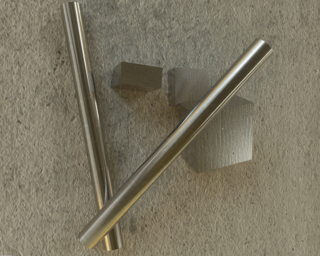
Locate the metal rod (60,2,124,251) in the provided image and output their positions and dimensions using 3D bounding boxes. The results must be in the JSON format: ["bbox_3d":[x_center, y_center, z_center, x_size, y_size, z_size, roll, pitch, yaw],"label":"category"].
[{"bbox_3d":[-0.082,0.001,0.379,0.025,0.025,0.298,-11,94,-20],"label":"metal rod"}]

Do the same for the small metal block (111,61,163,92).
[{"bbox_3d":[-0.030,-0.062,0.385,0.050,0.050,0.025,5,89,-20],"label":"small metal block"}]

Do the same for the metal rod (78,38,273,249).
[{"bbox_3d":[0.015,0.021,0.352,0.025,0.025,0.300,41,94,-16],"label":"metal rod"}]

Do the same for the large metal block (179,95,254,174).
[{"bbox_3d":[0.074,0.005,0.410,0.081,0.050,0.079,-12,113,-17],"label":"large metal block"}]

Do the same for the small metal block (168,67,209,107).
[{"bbox_3d":[0.039,-0.055,0.425,0.050,0.025,0.050,-1,90,-20],"label":"small metal block"}]
